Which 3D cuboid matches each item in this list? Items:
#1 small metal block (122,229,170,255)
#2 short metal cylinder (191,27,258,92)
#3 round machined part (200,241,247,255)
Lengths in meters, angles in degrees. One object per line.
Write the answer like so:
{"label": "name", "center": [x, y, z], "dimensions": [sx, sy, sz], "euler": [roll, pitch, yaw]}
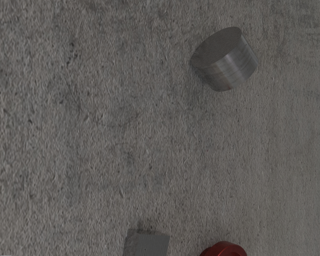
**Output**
{"label": "small metal block", "center": [-0.018, 0.157, 0.390], "dimensions": [0.050, 0.025, 0.050], "euler": [20, 78, -38]}
{"label": "short metal cylinder", "center": [0.092, -0.099, 0.446], "dimensions": [0.050, 0.080, 0.080], "euler": [46, 63, -31]}
{"label": "round machined part", "center": [0.089, 0.221, 0.468], "dimensions": [0.099, 0.042, 0.097], "euler": [0, 90, -40]}
